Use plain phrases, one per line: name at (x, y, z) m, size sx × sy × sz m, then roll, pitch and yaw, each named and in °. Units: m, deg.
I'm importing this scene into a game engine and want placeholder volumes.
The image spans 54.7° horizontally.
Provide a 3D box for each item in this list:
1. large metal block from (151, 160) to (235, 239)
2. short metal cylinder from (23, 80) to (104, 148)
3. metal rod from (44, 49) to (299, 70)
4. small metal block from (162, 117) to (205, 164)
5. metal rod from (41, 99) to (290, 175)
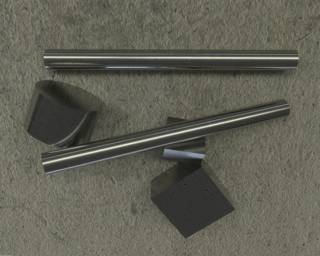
large metal block at (0.044, 0.092, 0.431) m, size 0.080 × 0.050 × 0.080 m, roll -34°, pitch 107°, yaw 11°
short metal cylinder at (-0.115, -0.017, 0.372) m, size 0.080 × 0.080 × 0.050 m, roll 22°, pitch 108°, yaw -8°
metal rod at (0.014, -0.083, 0.379) m, size 0.302 × 0.025 × 0.025 m, roll 0°, pitch 110°, yaw -1°
small metal block at (0.031, 0.016, 0.400) m, size 0.050 × 0.050 × 0.025 m, roll 9°, pitch 143°, yaw -4°
metal rod at (0.018, 0.007, 0.372) m, size 0.302 × 0.025 × 0.025 m, roll -13°, pitch 111°, yaw -12°
